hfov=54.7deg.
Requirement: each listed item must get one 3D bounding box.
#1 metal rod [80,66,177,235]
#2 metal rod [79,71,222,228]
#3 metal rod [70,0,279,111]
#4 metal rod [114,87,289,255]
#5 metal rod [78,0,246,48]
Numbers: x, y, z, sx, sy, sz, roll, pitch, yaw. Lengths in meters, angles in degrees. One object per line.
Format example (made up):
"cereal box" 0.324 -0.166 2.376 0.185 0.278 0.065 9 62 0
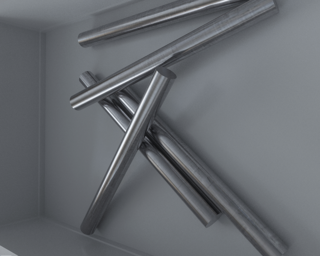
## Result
"metal rod" -0.055 0.050 0.422 0.025 0.025 0.298 48 126 29
"metal rod" -0.029 0.012 0.428 0.300 0.025 0.025 46 117 30
"metal rod" -0.005 -0.083 0.388 0.300 0.025 0.025 -20 77 31
"metal rod" 0.029 0.034 0.381 0.300 0.025 0.025 46 117 30
"metal rod" -0.007 -0.145 0.410 0.300 0.025 0.025 -1 90 39
